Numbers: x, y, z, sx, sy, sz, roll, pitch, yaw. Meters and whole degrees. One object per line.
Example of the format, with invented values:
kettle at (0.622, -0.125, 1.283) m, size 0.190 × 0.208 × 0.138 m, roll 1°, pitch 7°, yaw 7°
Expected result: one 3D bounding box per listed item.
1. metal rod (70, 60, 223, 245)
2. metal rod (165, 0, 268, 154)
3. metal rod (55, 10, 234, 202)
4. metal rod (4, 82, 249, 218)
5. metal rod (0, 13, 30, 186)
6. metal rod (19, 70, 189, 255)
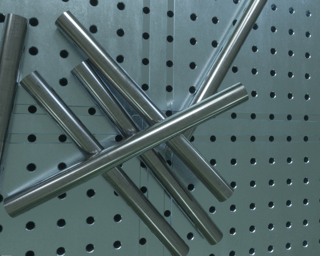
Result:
metal rod at (-0.010, 0.041, 0.408) m, size 0.025 × 0.025 × 0.300 m, roll -41°, pitch 103°, yaw -15°
metal rod at (0.091, -0.095, 0.445) m, size 0.025 × 0.025 × 0.300 m, roll 33°, pitch 79°, yaw -17°
metal rod at (-0.015, -0.022, 0.387) m, size 0.025 × 0.025 × 0.300 m, roll -44°, pitch 97°, yaw -14°
metal rod at (-0.035, 0.023, 0.362) m, size 0.301 × 0.025 × 0.025 m, roll -27°, pitch 99°, yaw -4°
metal rod at (-0.184, 0.023, 0.344) m, size 0.025 × 0.025 × 0.299 m, roll 10°, pitch 87°, yaw -20°
metal rod at (-0.061, 0.056, 0.390) m, size 0.025 × 0.025 × 0.300 m, roll -42°, pitch 103°, yaw -15°
